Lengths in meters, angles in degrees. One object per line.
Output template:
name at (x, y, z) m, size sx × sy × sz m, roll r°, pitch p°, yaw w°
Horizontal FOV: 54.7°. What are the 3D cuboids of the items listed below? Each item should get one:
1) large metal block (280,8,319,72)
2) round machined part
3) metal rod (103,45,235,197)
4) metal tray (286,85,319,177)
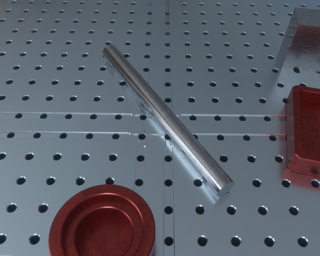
large metal block at (0.245, -0.137, 0.491) m, size 0.080 × 0.080 × 0.050 m, roll 8°, pitch 51°, yaw 6°
round machined part at (-0.053, 0.109, 0.305) m, size 0.099 × 0.042 × 0.098 m, roll 0°, pitch 50°, yaw 0°
metal rod at (-0.004, -0.029, 0.431) m, size 0.025 × 0.025 × 0.300 m, roll -25°, pitch 55°, yaw -20°
metal tray at (0.216, 0.004, 0.403) m, size 0.090 × 0.030 × 0.130 m, roll 11°, pitch 51°, yaw 9°
